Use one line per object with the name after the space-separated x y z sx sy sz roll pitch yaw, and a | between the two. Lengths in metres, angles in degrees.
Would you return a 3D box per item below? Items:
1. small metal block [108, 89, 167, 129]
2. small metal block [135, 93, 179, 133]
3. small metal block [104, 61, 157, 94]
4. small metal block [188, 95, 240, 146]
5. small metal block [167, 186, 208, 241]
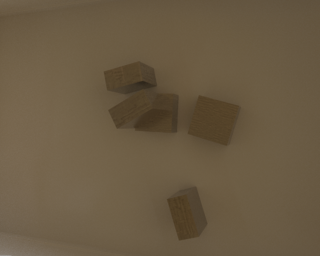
-0.026 -0.022 0.379 0.050 0.050 0.025 -29 81 17 | small metal block
-0.004 -0.020 0.411 0.050 0.025 0.050 3 91 19 | small metal block
-0.038 -0.065 0.410 0.050 0.050 0.025 -12 86 19 | small metal block
0.068 -0.009 0.386 0.050 0.025 0.050 18 96 18 | small metal block
0.035 0.104 0.384 0.025 0.050 0.050 -18 84 19 | small metal block
